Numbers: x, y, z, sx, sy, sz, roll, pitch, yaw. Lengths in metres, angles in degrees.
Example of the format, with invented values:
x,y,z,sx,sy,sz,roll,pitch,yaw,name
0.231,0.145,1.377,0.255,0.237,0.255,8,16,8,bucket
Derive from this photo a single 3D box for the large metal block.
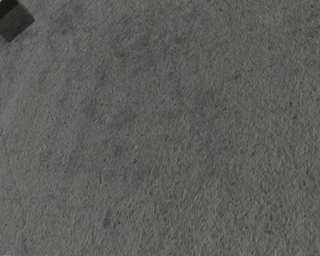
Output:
x,y,z,sx,sy,sz,roll,pitch,yaw,name
-0.352,-0.260,0.728,0.080,0.050,0.080,-41,51,0,large metal block
